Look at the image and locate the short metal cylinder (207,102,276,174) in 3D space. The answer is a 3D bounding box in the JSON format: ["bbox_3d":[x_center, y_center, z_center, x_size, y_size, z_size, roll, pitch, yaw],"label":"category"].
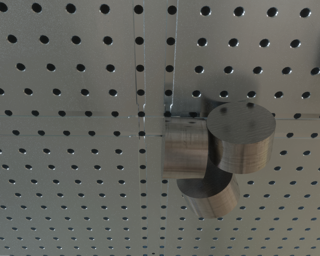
[{"bbox_3d":[0.099,0.011,0.386,0.080,0.080,0.050,-5,130,4],"label":"short metal cylinder"}]

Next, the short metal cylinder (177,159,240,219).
[{"bbox_3d":[0.070,0.082,0.447,0.080,0.080,0.050,-16,129,12],"label":"short metal cylinder"}]

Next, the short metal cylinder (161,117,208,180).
[{"bbox_3d":[0.029,0.026,0.398,0.050,0.080,0.079,3,130,-3],"label":"short metal cylinder"}]
